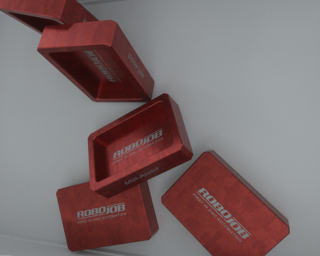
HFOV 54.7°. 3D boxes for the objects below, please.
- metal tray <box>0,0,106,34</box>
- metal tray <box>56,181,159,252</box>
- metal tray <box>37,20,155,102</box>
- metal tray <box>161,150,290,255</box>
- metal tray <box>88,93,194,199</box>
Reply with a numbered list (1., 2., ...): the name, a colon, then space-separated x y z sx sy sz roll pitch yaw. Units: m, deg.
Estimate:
1. metal tray: -0.123 -0.133 0.395 0.090 0.130 0.030 16 89 19
2. metal tray: -0.075 0.116 0.433 0.130 0.030 0.090 -16 85 18
3. metal tray: -0.070 -0.073 0.377 0.090 0.130 0.030 2 69 20
4. metal tray: 0.077 0.102 0.380 0.130 0.030 0.090 44 103 14
5. metal tray: -0.030 0.023 0.394 0.130 0.030 0.090 -28 50 17
